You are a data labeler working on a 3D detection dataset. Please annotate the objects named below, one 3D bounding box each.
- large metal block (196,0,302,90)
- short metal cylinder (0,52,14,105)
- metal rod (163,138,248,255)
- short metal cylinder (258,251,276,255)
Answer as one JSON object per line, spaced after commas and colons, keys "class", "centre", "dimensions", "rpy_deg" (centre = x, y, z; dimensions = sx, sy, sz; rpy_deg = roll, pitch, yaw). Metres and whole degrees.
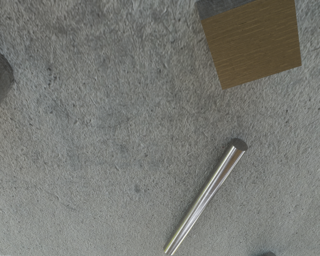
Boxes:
{"class": "large metal block", "centre": [0.088, -0.095, 0.311], "dimensions": [0.080, 0.050, 0.080], "rpy_deg": [-17, 128, 13]}
{"class": "short metal cylinder", "centre": [-0.213, -0.052, 0.344], "dimensions": [0.081, 0.050, 0.079], "rpy_deg": [0, 130, 0]}
{"class": "metal rod", "centre": [0.064, 0.131, 0.519], "dimensions": [0.025, 0.025, 0.298], "rpy_deg": [14, 129, -12]}
{"class": "short metal cylinder", "centre": [0.219, 0.300, 0.629], "dimensions": [0.050, 0.080, 0.080], "rpy_deg": [-35, 122, 26]}
